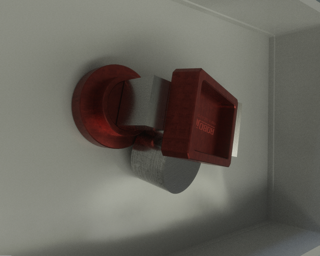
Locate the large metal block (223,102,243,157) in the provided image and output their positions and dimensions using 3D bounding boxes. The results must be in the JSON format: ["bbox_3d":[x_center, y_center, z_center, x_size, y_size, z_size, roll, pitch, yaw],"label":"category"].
[{"bbox_3d":[0.071,-0.004,0.448,0.081,0.050,0.080,13,82,-40],"label":"large metal block"}]

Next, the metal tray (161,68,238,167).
[{"bbox_3d":[0.052,-0.005,0.355,0.131,0.030,0.090,19,77,-58],"label":"metal tray"}]

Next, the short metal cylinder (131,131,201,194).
[{"bbox_3d":[0.010,0.035,0.384,0.081,0.050,0.079,-23,121,-46],"label":"short metal cylinder"}]

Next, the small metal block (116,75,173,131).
[{"bbox_3d":[-0.016,-0.024,0.321,0.025,0.050,0.050,16,80,-39],"label":"small metal block"}]

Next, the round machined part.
[{"bbox_3d":[-0.046,-0.025,0.356,0.099,0.042,0.097,0,90,-40],"label":"round machined part"}]
